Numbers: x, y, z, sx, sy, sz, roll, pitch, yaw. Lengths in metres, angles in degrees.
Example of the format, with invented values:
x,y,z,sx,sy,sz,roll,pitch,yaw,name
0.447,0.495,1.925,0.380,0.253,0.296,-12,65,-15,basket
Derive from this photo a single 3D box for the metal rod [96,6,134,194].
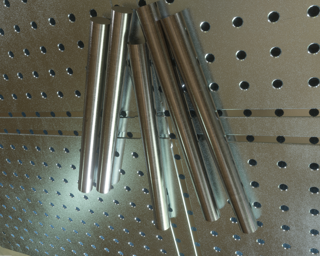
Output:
x,y,z,sx,sy,sz,roll,pitch,yaw,name
-0.069,-0.016,0.439,0.025,0.025,0.298,23,127,14,metal rod

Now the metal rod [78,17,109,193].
x,y,z,sx,sy,sz,roll,pitch,yaw,name
-0.101,-0.012,0.457,0.025,0.025,0.298,24,127,13,metal rod

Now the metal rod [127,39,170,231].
x,y,z,sx,sy,sz,roll,pitch,yaw,name
-0.011,0.029,0.435,0.025,0.025,0.298,8,122,24,metal rod

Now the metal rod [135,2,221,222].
x,y,z,sx,sy,sz,roll,pitch,yaw,name
0.030,-0.003,0.394,0.025,0.025,0.299,-5,116,31,metal rod

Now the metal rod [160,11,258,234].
x,y,z,sx,sy,sz,roll,pitch,yaw,name
0.068,0.009,0.381,0.025,0.025,0.299,-10,113,33,metal rod
